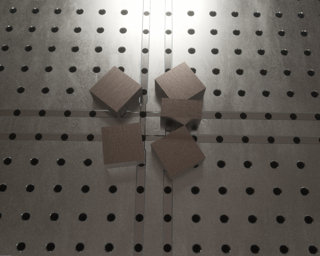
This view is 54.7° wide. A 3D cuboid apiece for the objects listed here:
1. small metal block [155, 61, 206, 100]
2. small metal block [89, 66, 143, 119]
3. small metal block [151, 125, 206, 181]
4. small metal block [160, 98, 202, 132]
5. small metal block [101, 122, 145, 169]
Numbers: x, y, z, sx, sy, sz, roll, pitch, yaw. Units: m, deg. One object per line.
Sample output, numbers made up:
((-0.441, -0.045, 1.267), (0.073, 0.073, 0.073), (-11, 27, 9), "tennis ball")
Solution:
((0.028, -0.057, 0.433), (0.050, 0.025, 0.050), (-33, 74, -12), "small metal block")
((-0.060, -0.050, 0.429), (0.050, 0.025, 0.050), (38, 74, 12), "small metal block")
((0.023, 0.032, 0.400), (0.050, 0.025, 0.050), (-29, 73, -10), "small metal block")
((0.026, -0.016, 0.405), (0.050, 0.050, 0.025), (4, 70, 1), "small metal block")
((-0.047, 0.023, 0.403), (0.050, 0.025, 0.050), (-7, 70, -3), "small metal block")
